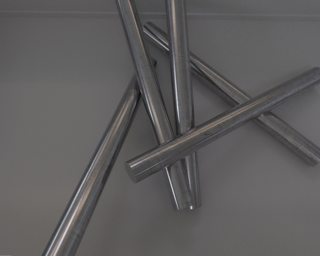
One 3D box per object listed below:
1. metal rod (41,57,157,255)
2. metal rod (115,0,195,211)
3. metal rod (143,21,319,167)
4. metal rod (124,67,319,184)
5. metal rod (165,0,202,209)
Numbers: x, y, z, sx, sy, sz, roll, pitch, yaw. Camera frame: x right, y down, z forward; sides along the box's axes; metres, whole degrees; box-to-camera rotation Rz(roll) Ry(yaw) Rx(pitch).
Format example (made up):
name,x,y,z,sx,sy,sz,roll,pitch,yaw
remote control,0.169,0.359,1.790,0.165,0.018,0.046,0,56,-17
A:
name,x,y,z,sx,sy,sz,roll,pitch,yaw
metal rod,-0.052,0.013,0.345,0.025,0.025,0.300,14,48,5
metal rod,-0.013,-0.050,0.383,0.025,0.025,0.299,-15,77,-5
metal rod,0.091,-0.054,0.429,0.300,0.025,0.025,40,75,13
metal rod,0.095,-0.014,0.376,0.302,0.025,0.025,-26,72,-23
metal rod,0.027,-0.053,0.378,0.025,0.025,0.298,-4,89,-2
